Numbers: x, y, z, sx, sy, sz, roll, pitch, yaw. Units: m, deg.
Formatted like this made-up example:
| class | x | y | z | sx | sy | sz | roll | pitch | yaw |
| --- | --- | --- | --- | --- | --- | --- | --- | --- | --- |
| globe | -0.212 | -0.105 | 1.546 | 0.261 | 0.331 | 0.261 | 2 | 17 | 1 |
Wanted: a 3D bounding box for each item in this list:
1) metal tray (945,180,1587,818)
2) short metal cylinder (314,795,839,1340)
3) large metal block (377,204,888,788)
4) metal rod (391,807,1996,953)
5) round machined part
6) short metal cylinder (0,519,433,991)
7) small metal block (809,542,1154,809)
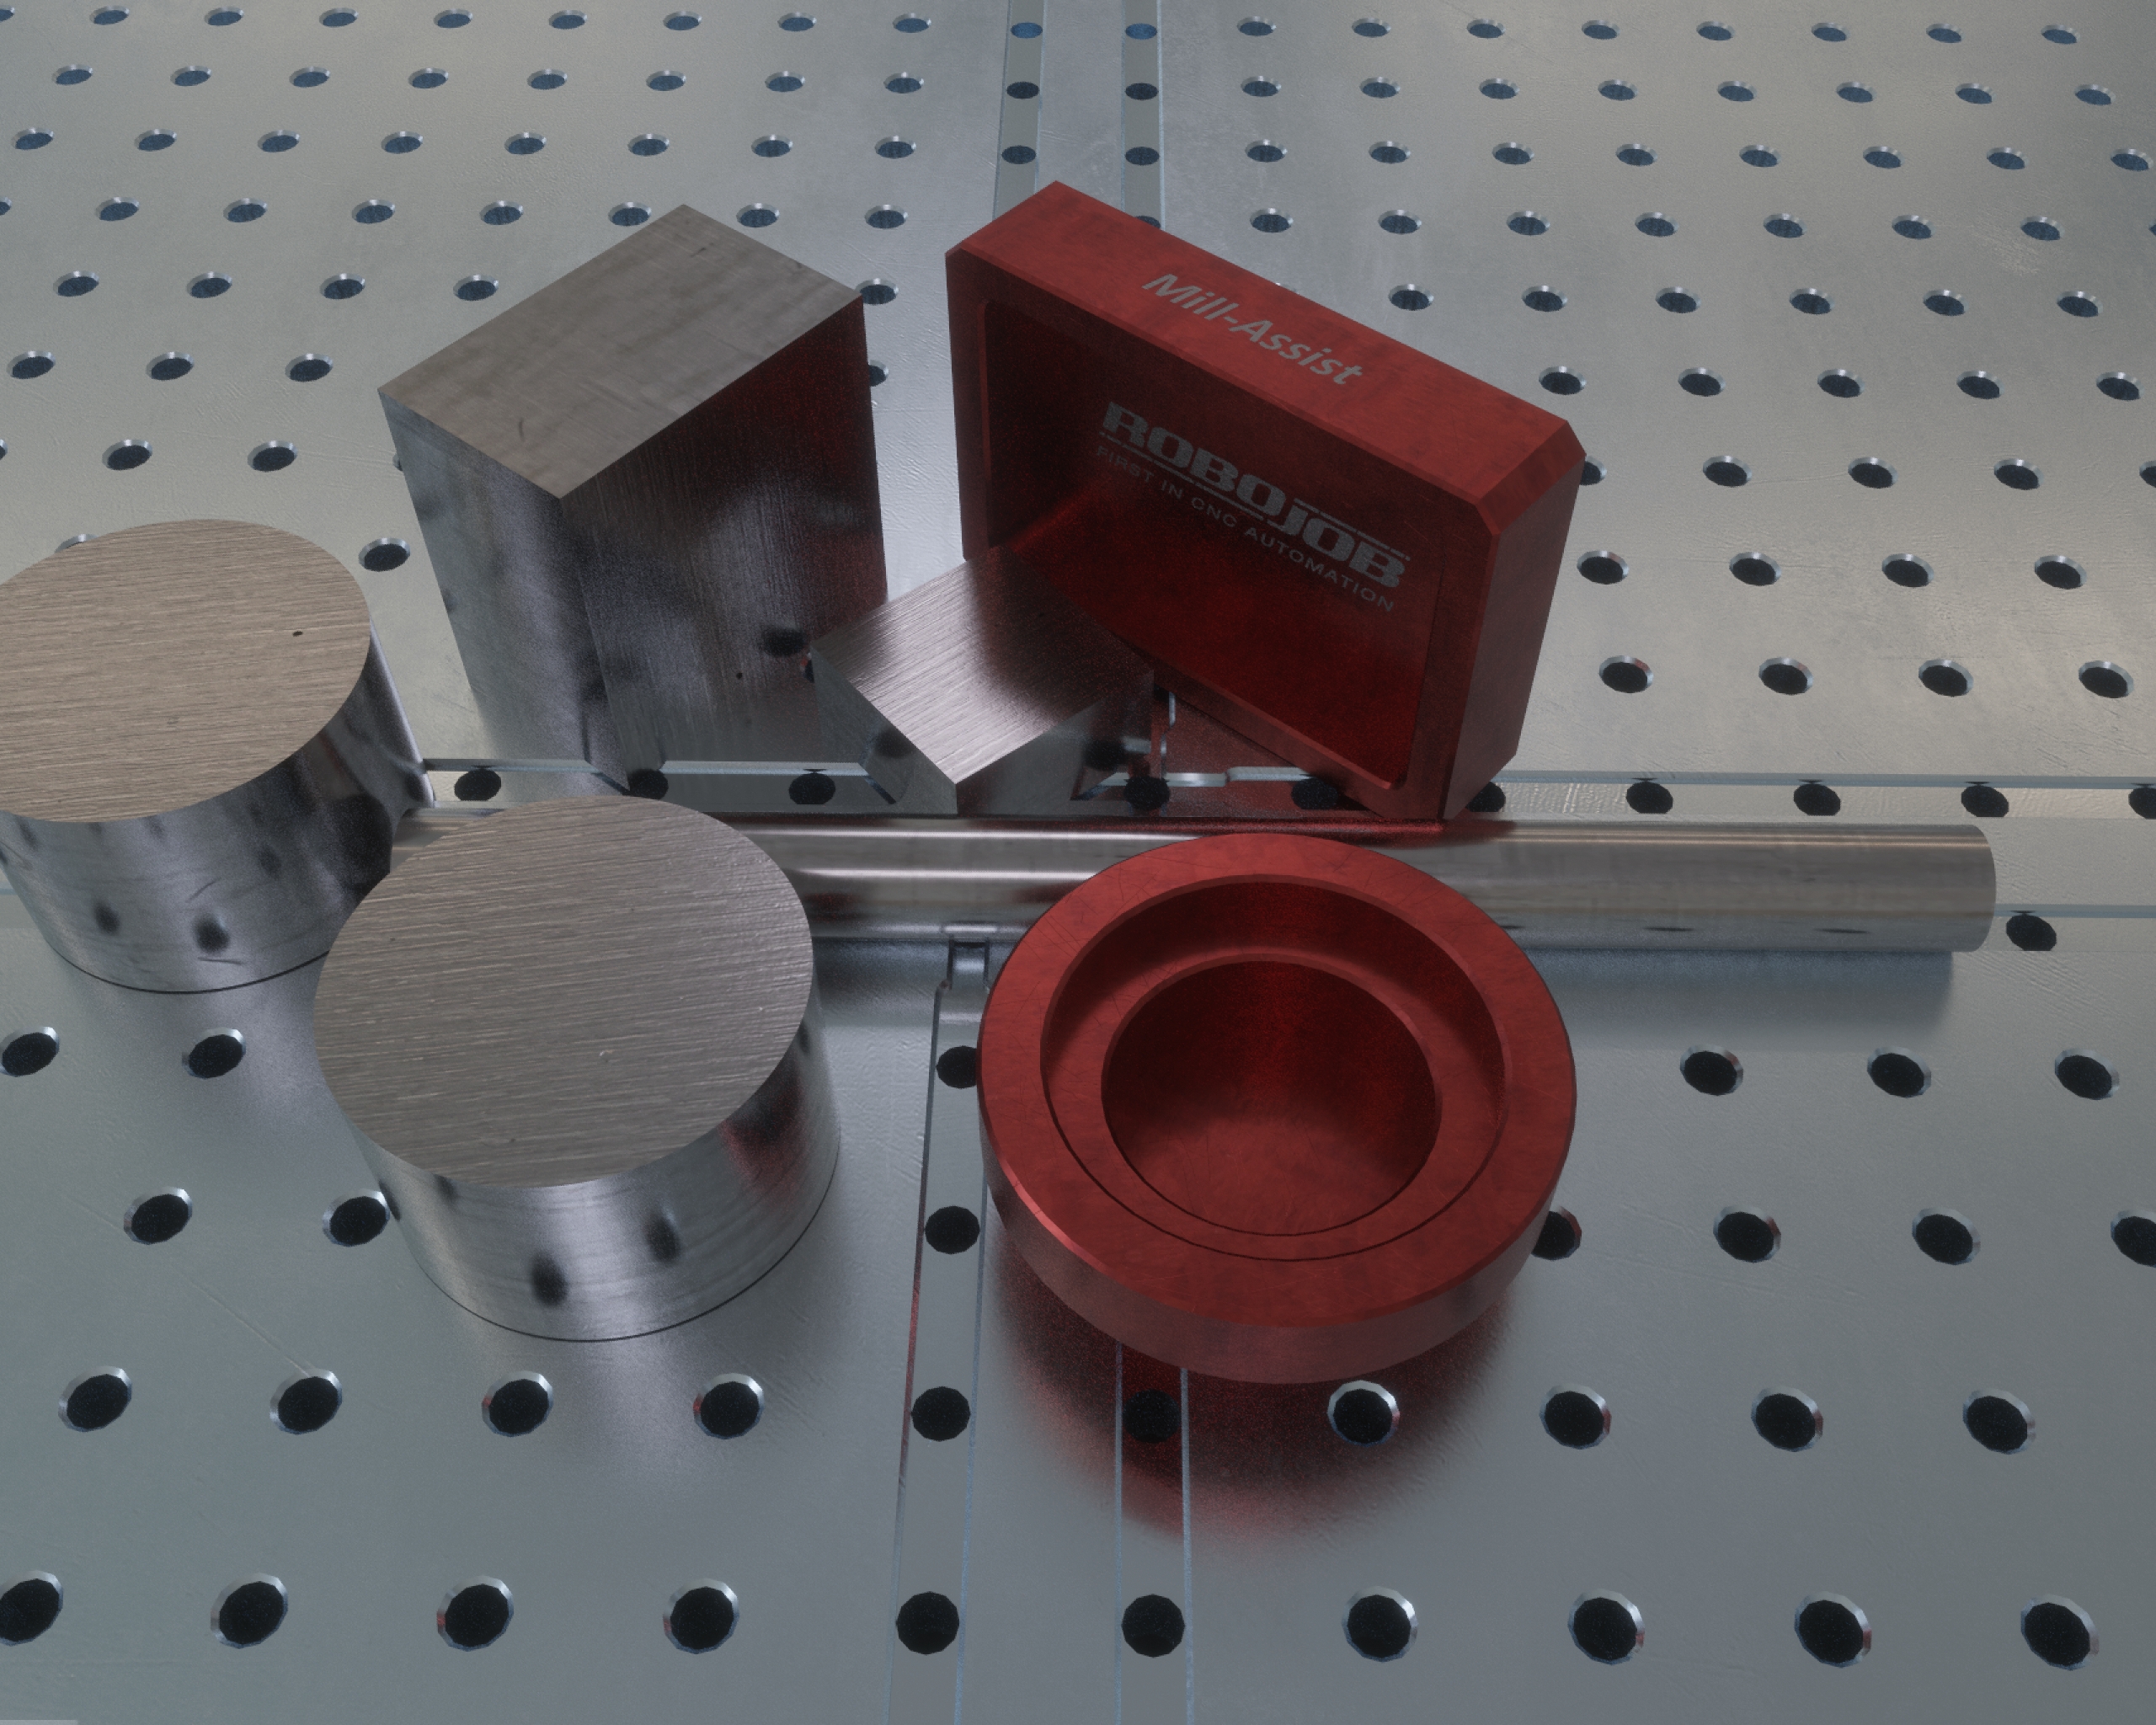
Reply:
| class | x | y | z | sx | sy | sz | roll | pitch | yaw |
| --- | --- | --- | --- | --- | --- | --- | --- | --- | --- |
| metal tray | 0.033 | -0.072 | 0.425 | 0.130 | 0.090 | 0.030 | 33 | 58 | 24 |
| short metal cylinder | -0.084 | 0.035 | 0.361 | 0.080 | 0.050 | 0.080 | 0 | 50 | 0 |
| large metal block | -0.088 | -0.076 | 0.435 | 0.050 | 0.080 | 0.080 | 32 | 57 | 23 |
| metal rod | 0.022 | 0.003 | 0.405 | 0.302 | 0.025 | 0.025 | 1 | 50 | 0 |
| round machined part | 0.033 | 0.045 | 0.359 | 0.099 | 0.042 | 0.098 | 0 | 50 | 0 |
| short metal cylinder | -0.173 | -0.022 | 0.408 | 0.080 | 0.050 | 0.080 | 0 | 50 | 0 |
| small metal block | -0.020 | -0.034 | 0.436 | 0.050 | 0.025 | 0.050 | -32 | 57 | -24 |
